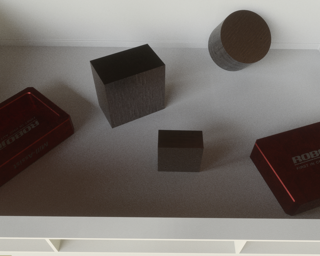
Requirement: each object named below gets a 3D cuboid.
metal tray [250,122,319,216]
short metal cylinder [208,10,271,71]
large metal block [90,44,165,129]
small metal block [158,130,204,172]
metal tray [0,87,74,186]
[{"bbox_3d":[0.188,0.041,0.370,0.131,0.030,0.090,-14,52,-12],"label":"metal tray"},{"bbox_3d":[0.121,-0.132,0.477,0.081,0.050,0.080,1,87,-12],"label":"short metal cylinder"},{"bbox_3d":[-0.041,-0.056,0.416,0.081,0.080,0.050,-22,54,-18],"label":"large metal block"},{"bbox_3d":[0.023,0.028,0.366,0.050,0.050,0.025,1,50,0],"label":"small metal block"},{"bbox_3d":[-0.188,0.010,0.390,0.090,0.030,0.131,34,57,25],"label":"metal tray"}]
